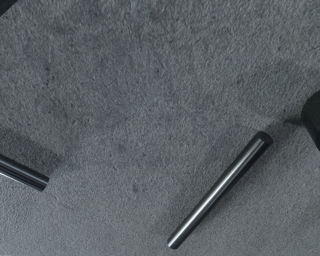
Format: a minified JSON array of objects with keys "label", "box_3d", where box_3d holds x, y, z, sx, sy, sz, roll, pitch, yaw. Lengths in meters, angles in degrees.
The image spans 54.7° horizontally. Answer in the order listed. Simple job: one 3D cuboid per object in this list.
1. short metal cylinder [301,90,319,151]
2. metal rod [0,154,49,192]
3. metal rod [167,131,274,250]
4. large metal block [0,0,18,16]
[{"label":"short metal cylinder","box_3d":[0.227,-0.009,0.387,0.081,0.050,0.079,0,130,0]},{"label":"metal rod","box_3d":[-0.289,0.012,0.412,0.301,0.025,0.025,35,122,-26]},{"label":"metal rod","box_3d":[0.084,0.118,0.508,0.025,0.025,0.298,18,128,-15]},{"label":"large metal block","box_3d":[-0.176,-0.127,0.260,0.050,0.080,0.080,-18,128,14]}]
